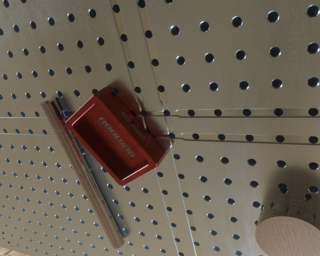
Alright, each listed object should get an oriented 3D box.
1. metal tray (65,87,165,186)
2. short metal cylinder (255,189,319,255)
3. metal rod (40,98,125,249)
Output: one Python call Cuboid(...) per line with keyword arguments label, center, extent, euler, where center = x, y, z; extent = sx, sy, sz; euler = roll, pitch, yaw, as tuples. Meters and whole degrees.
Cuboid(label="metal tray", center=(-0.066, 0.016, 0.452), extent=(0.090, 0.030, 0.130), euler=(-34, 99, 38))
Cuboid(label="short metal cylinder", center=(0.164, 0.123, 0.384), extent=(0.080, 0.050, 0.079), euler=(13, 124, 21))
Cuboid(label="metal rod", center=(-0.126, 0.090, 0.532), extent=(0.025, 0.025, 0.298), euler=(-6, 116, 31))
